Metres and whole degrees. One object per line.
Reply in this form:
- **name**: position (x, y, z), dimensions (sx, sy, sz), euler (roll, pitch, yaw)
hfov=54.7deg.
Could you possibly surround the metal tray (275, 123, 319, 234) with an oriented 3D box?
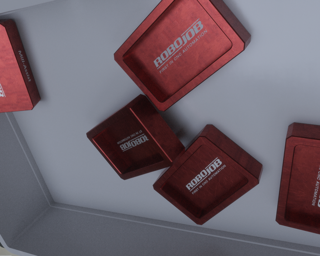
- **metal tray**: position (0.184, 0.062, 0.346), dimensions (0.090, 0.030, 0.129), euler (8, 122, 24)

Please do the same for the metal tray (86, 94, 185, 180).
- **metal tray**: position (-0.038, 0.018, 0.416), dimensions (0.090, 0.030, 0.130), euler (52, 142, -9)

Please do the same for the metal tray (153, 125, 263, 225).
- **metal tray**: position (0.059, 0.067, 0.415), dimensions (0.090, 0.030, 0.129), euler (39, 129, 1)

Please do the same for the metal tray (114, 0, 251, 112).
- **metal tray**: position (0.019, -0.087, 0.340), dimensions (0.090, 0.030, 0.129), euler (49, 129, -7)

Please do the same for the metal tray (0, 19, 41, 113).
- **metal tray**: position (-0.243, -0.087, 0.457), dimensions (0.090, 0.030, 0.129), euler (-5, 120, 5)
